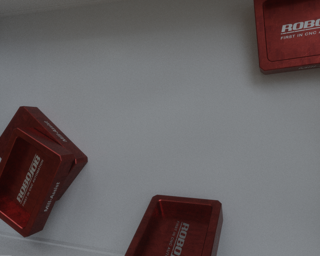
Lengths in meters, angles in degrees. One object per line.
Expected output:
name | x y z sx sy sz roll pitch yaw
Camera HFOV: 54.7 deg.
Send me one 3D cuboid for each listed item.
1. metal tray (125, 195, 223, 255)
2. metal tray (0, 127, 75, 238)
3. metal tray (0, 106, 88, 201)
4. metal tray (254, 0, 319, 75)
metal tray | 0.017 0.133 0.350 0.090 0.130 0.030 1 120 20
metal tray | -0.187 0.075 0.441 0.090 0.030 0.129 29 99 17
metal tray | -0.184 0.039 0.473 0.130 0.030 0.090 41 103 15
metal tray | 0.176 -0.114 0.345 0.130 0.030 0.089 -5 88 19
